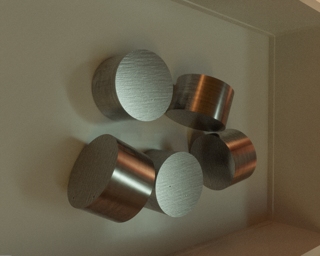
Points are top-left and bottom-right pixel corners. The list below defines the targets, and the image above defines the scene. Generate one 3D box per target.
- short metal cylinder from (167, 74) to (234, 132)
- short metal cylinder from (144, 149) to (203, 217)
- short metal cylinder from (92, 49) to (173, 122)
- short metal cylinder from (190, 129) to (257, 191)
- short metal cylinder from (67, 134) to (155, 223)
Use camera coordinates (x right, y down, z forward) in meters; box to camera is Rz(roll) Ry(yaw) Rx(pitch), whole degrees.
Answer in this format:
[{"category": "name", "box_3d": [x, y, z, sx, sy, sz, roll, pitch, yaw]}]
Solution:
[{"category": "short metal cylinder", "box_3d": [0.055, -0.032, 0.418, 0.080, 0.080, 0.050, 27, 73, -37]}, {"category": "short metal cylinder", "box_3d": [0.010, 0.069, 0.398, 0.081, 0.050, 0.079, 0, 90, -40]}, {"category": "short metal cylinder", "box_3d": [-0.031, -0.047, 0.363, 0.081, 0.050, 0.079, 0, 90, -40]}, {"category": "short metal cylinder", "box_3d": [0.090, 0.044, 0.447, 0.050, 0.080, 0.079, -12, 98, -40]}, {"category": "short metal cylinder", "box_3d": [-0.052, 0.053, 0.326, 0.050, 0.080, 0.080, 34, 69, -35]}]
